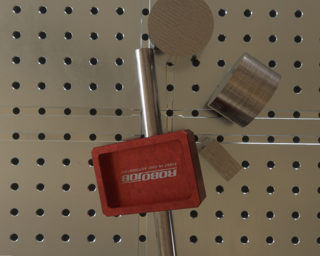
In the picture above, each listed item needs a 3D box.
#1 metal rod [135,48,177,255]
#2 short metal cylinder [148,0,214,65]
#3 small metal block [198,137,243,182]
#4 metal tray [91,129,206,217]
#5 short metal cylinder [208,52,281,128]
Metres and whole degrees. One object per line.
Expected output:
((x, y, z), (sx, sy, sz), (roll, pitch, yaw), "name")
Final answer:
((-0.004, 0.045, 0.413), (0.025, 0.025, 0.298), (-7, 90, 0), "metal rod")
((0.025, -0.126, 0.401), (0.081, 0.050, 0.079), (0, 90, 0), "short metal cylinder")
((0.074, 0.039, 0.401), (0.025, 0.050, 0.050), (-44, 90, 0), "small metal block")
((-0.016, 0.057, 0.387), (0.130, 0.030, 0.089), (-12, 88, 20), "metal tray")
((0.103, -0.047, 0.387), (0.050, 0.080, 0.080), (34, 90, 0), "short metal cylinder")
